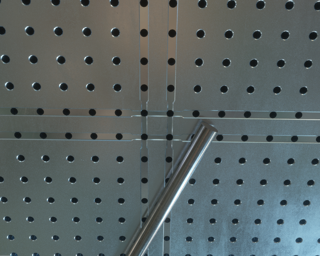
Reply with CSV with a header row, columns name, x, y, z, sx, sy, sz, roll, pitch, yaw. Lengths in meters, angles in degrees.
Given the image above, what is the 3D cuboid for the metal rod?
name,x,y,z,sx,sy,sz,roll,pitch,yaw
metal rod,0.000,0.124,0.459,0.025,0.025,0.298,25,108,-9
